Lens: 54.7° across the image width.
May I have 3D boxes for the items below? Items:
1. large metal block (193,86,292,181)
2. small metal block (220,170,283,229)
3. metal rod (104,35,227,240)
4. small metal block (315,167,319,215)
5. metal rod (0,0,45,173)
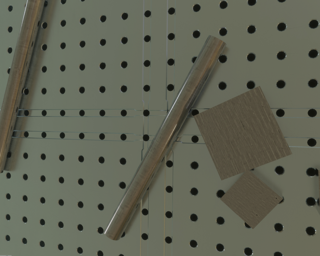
[{"bbox_3d":[0.097,0.007,0.365,0.080,0.050,0.080,-25,82,18],"label":"large metal block"},{"bbox_3d":[0.110,0.083,0.374,0.050,0.025,0.050,42,103,15],"label":"small metal block"},{"bbox_3d":[0.002,0.020,0.411,0.025,0.025,0.299,31,100,17],"label":"metal rod"},{"bbox_3d":[0.202,0.070,0.341,0.050,0.025,0.050,-2,89,20],"label":"small metal block"},{"bbox_3d":[-0.229,-0.072,0.493,0.025,0.025,0.298,18,96,19],"label":"metal rod"}]
